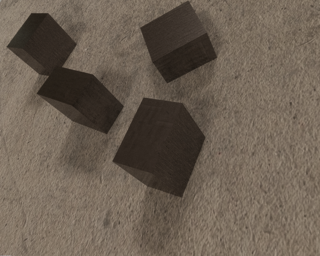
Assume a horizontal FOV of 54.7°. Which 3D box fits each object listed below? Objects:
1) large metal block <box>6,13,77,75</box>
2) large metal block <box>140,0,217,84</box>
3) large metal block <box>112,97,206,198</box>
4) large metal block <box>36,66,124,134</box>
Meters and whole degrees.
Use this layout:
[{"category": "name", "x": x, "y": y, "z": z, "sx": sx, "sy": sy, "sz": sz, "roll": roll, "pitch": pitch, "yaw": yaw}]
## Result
[{"category": "large metal block", "x": -0.215, "y": -0.153, "z": 0.572, "sx": 0.050, "sy": 0.080, "sz": 0.080, "roll": 14, "pitch": 69, "yaw": 33}, {"category": "large metal block", "x": 0.026, "y": -0.125, "z": 0.450, "sx": 0.080, "sy": 0.050, "sz": 0.080, "roll": -26, "pitch": 53, "yaw": 11}, {"category": "large metal block", "x": 0.003, "y": 0.023, "z": 0.352, "sx": 0.050, "sy": 0.080, "sz": 0.080, "roll": 11, "pitch": 68, "yaw": 33}, {"category": "large metal block", "x": -0.114, "y": -0.041, "z": 0.451, "sx": 0.080, "sy": 0.080, "sz": 0.050, "roll": 18, "pitch": 71, "yaw": 34}]
